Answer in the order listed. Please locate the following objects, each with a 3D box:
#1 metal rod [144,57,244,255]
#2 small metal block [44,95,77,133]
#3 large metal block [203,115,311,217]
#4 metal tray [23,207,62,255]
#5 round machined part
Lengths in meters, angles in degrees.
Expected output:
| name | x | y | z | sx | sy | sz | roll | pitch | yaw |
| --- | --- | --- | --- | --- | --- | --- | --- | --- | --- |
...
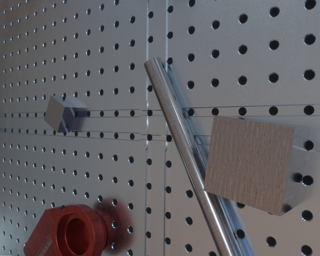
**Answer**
| name | x | y | z | sx | sy | sz | roll | pitch | yaw |
| --- | --- | --- | --- | --- | --- | --- | --- | --- | --- |
| metal rod | 0.042 | 0.045 | 0.374 | 0.025 | 0.025 | 0.299 | -33 | 70 | 35 |
| small metal block | -0.180 | -0.025 | 0.558 | 0.050 | 0.025 | 0.050 | 34 | 111 | 34 |
| large metal block | 0.097 | 0.032 | 0.313 | 0.080 | 0.050 | 0.079 | 12 | 98 | 39 |
| metal tray | -0.203 | 0.222 | 0.574 | 0.090 | 0.030 | 0.129 | 50 | 119 | 28 |
| round machined part | -0.124 | 0.172 | 0.496 | 0.098 | 0.042 | 0.097 | -3 | 84 | 34 |
